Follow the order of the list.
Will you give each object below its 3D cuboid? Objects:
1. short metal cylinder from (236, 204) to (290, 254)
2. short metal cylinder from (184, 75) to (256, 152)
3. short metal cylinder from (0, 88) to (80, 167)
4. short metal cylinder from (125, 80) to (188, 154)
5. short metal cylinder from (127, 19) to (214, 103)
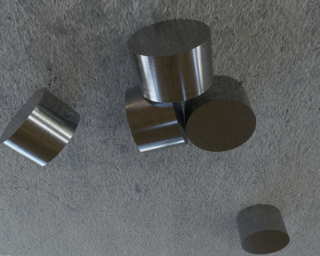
[{"bbox_3d":[0.179,0.179,0.544,0.081,0.050,0.079,0,130,0],"label":"short metal cylinder"},{"bbox_3d":[0.070,-0.017,0.377,0.081,0.050,0.079,0,130,0],"label":"short metal cylinder"},{"bbox_3d":[-0.142,-0.001,0.369,0.080,0.080,0.050,-34,122,25],"label":"short metal cylinder"},{"bbox_3d":[-0.002,-0.014,0.359,0.050,0.080,0.080,-14,129,11],"label":"short metal cylinder"},{"bbox_3d":[0.012,-0.069,0.312,0.080,0.080,0.050,-7,130,6],"label":"short metal cylinder"}]
